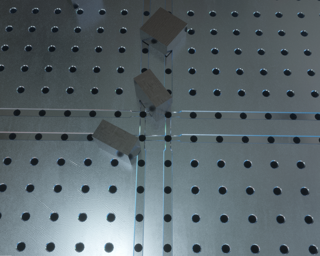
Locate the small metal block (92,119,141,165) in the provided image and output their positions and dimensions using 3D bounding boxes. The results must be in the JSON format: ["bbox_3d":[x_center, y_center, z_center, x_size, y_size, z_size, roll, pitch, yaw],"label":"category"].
[{"bbox_3d":[-0.053,0.019,0.391,0.050,0.050,0.025,27,72,9],"label":"small metal block"}]

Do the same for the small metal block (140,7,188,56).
[{"bbox_3d":[0.005,-0.145,0.465,0.050,0.025,0.050,36,74,11],"label":"small metal block"}]

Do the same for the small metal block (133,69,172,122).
[{"bbox_3d":[-0.009,-0.043,0.414,0.025,0.050,0.050,-34,74,-11],"label":"small metal block"}]

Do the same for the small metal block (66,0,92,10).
[{"bbox_3d":[-0.123,-0.219,0.477,0.050,0.050,0.025,-36,74,-12],"label":"small metal block"}]
